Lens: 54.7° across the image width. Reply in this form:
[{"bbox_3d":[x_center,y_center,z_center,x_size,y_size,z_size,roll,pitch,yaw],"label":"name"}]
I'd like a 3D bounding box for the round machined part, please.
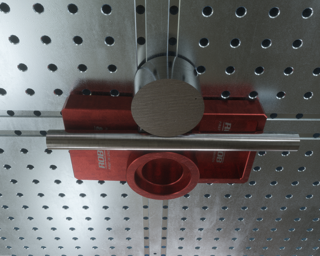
[{"bbox_3d":[0.004,0.053,0.429,0.099,0.042,0.097,0,130,0],"label":"round machined part"}]

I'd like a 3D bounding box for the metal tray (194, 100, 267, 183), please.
[{"bbox_3d":[0.084,0.023,0.423,0.091,0.030,0.129,0,130,-1],"label":"metal tray"}]

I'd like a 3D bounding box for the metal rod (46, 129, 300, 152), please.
[{"bbox_3d":[0.017,0.015,0.380,0.302,0.025,0.025,0,130,-1],"label":"metal rod"}]

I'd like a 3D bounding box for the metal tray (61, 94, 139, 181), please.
[{"bbox_3d":[-0.074,0.018,0.416,0.091,0.030,0.129,2,130,-2],"label":"metal tray"}]

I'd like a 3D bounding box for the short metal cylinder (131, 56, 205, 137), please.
[{"bbox_3d":[0.009,-0.036,0.359,0.081,0.050,0.079,0,130,0],"label":"short metal cylinder"}]
